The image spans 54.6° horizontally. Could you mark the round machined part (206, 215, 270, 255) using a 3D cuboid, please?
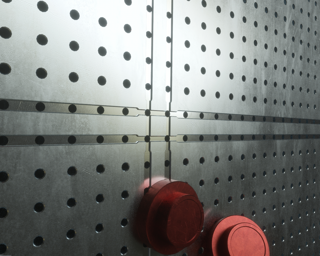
[{"bbox_3d":[0.124,0.182,0.471,0.099,0.042,0.098,7,62,-14],"label":"round machined part"}]

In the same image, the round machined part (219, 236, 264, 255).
[{"bbox_3d":[0.141,0.234,0.515,0.099,0.042,0.097,0,90,-40],"label":"round machined part"}]

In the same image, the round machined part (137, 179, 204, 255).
[{"bbox_3d":[0.021,0.120,0.415,0.099,0.042,0.097,0,90,-40],"label":"round machined part"}]
